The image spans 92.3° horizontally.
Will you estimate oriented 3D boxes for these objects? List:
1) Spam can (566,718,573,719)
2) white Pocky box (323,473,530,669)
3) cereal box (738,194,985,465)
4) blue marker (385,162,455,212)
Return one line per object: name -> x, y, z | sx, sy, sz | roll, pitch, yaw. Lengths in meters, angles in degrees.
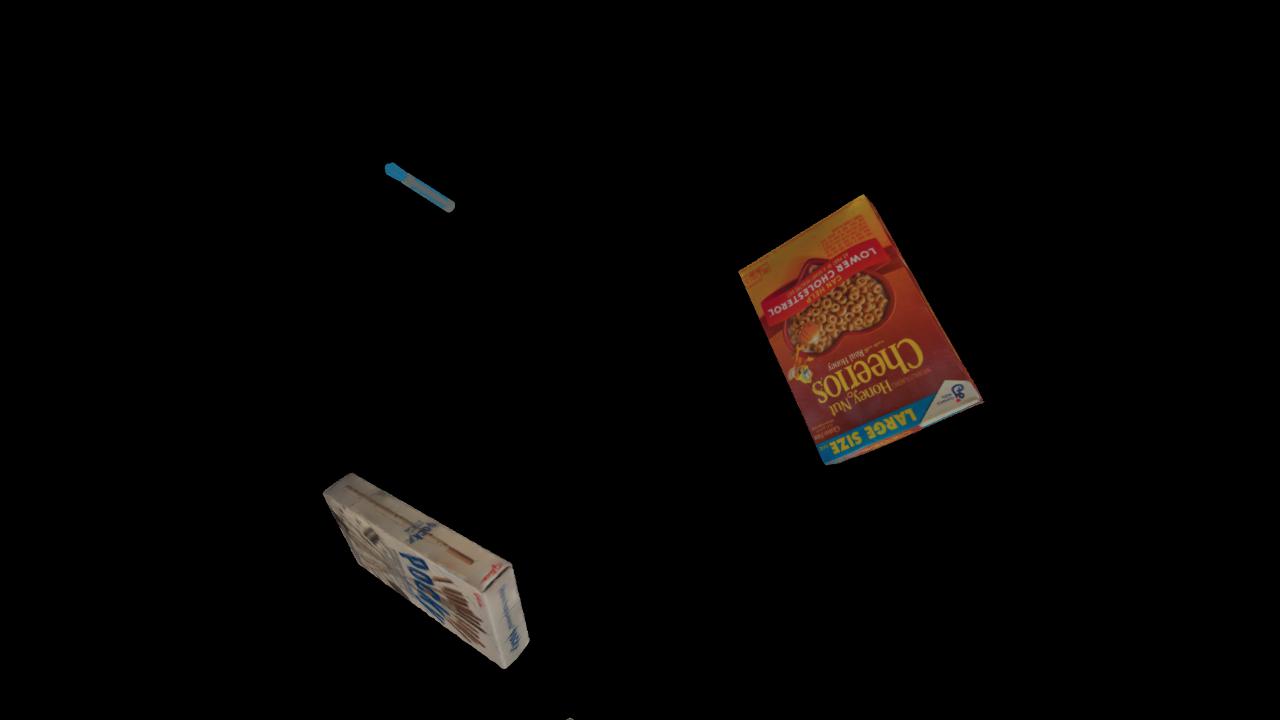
Spam can -> -0.054, 0.398, 0.555 | 0.085, 0.101, 0.058 | 18, -6, 26
white Pocky box -> -0.144, 0.137, 0.413 | 0.154, 0.084, 0.028 | 19, 40, 28
cereal box -> 0.284, -0.037, 0.827 | 0.203, 0.306, 0.081 | -30, -23, 28
blue marker -> -0.312, -0.245, 0.876 | 0.020, 0.020, 0.121 | 0, -14, 27
